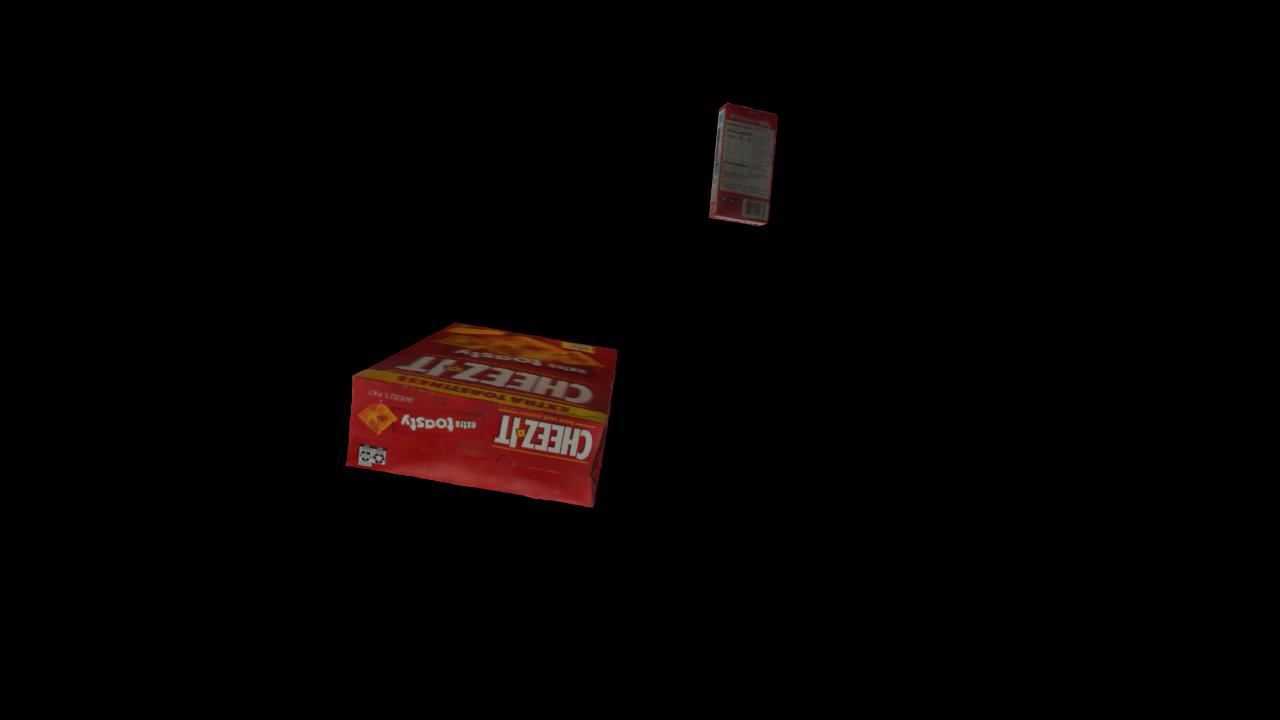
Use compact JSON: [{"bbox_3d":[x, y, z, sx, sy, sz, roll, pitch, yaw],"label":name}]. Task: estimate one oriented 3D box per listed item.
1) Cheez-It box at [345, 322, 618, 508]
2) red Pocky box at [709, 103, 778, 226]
[{"bbox_3d":[-0.107,0.030,0.496,0.166,0.071,0.223,10,13,-2],"label":"Cheez-It box"},{"bbox_3d":[0.144,-0.269,0.856,0.083,0.155,0.028,6,0,-17],"label":"red Pocky box"}]
